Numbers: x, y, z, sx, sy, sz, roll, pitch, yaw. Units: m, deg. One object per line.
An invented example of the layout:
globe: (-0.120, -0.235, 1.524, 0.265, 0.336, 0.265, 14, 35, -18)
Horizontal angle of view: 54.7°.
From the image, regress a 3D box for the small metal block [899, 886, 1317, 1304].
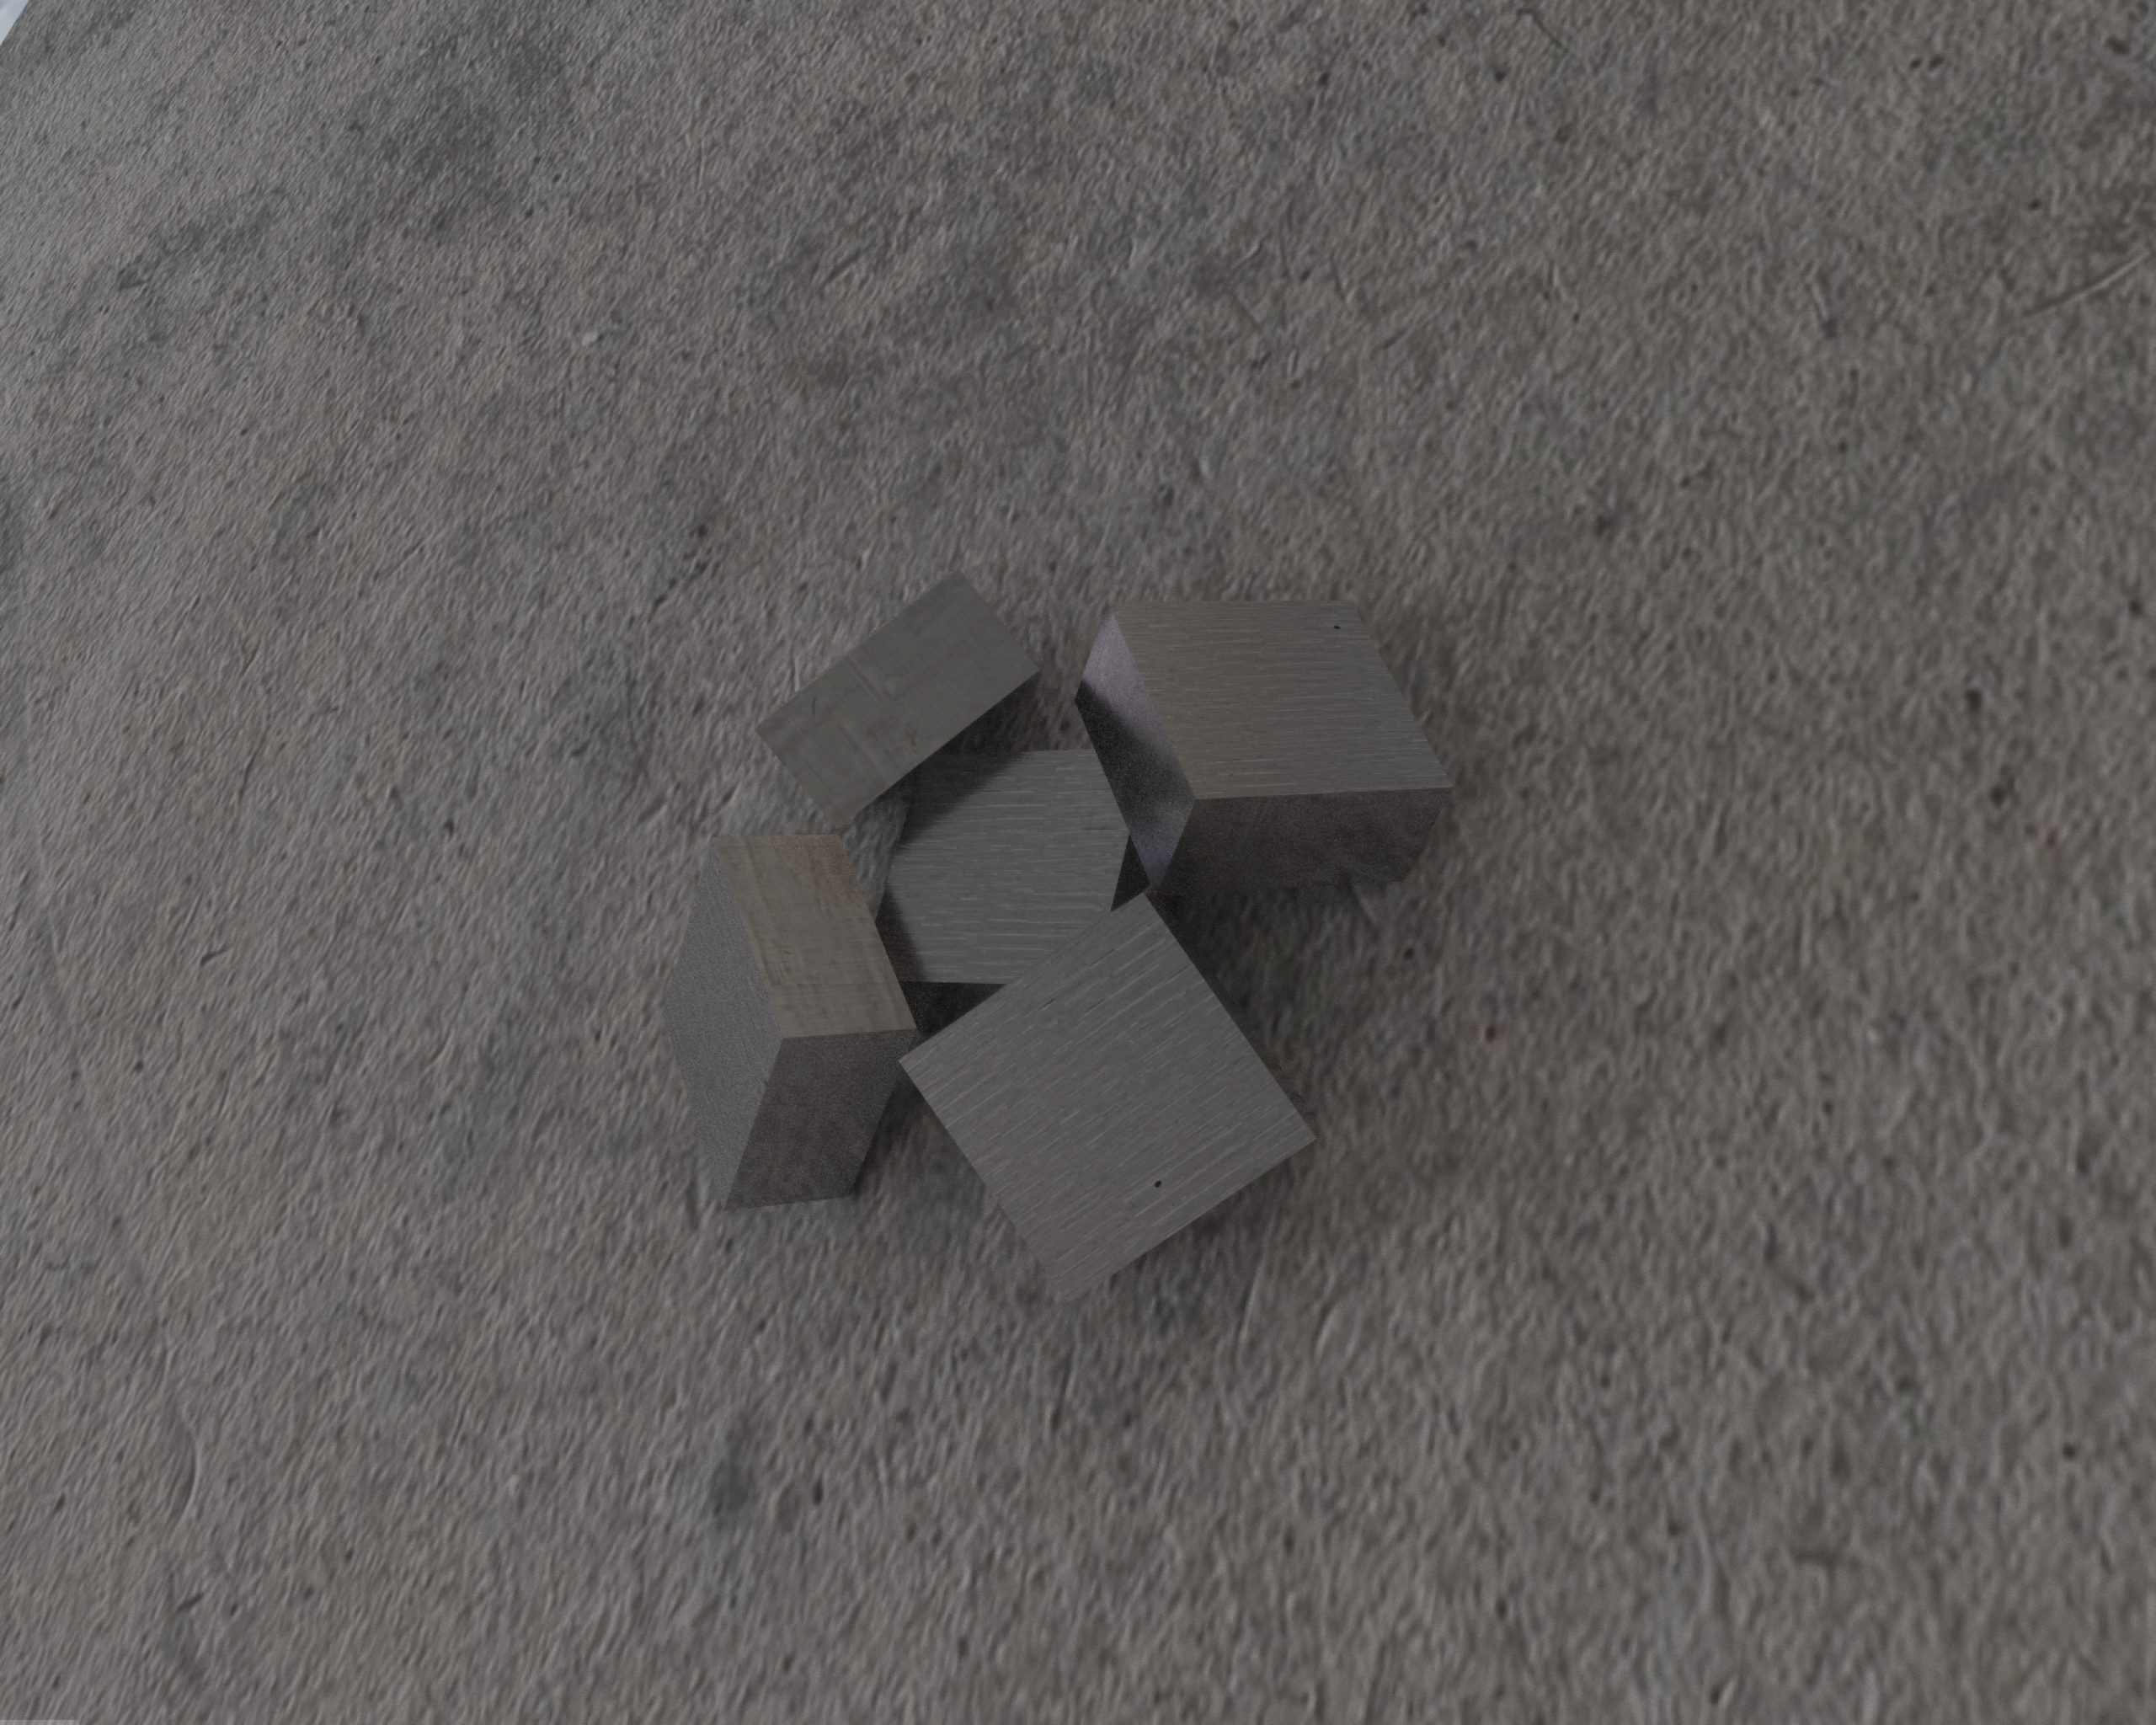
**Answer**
small metal block: (0.006, 0.039, 0.361, 0.050, 0.025, 0.050, -35, 89, 5)

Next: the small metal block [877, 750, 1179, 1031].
small metal block: (-0.009, 0.006, 0.405, 0.050, 0.025, 0.050, 0, 62, 28)

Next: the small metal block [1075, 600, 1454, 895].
small metal block: (0.033, -0.022, 0.383, 0.050, 0.025, 0.050, -3, 49, -22)

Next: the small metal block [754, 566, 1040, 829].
small metal block: (-0.036, -0.035, 0.427, 0.050, 0.025, 0.050, -38, 9, 2)

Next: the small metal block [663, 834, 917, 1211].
small metal block: (-0.056, 0.030, 0.397, 0.050, 0.025, 0.050, 63, 143, 38)
